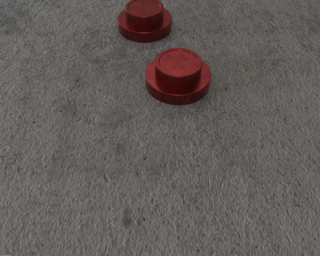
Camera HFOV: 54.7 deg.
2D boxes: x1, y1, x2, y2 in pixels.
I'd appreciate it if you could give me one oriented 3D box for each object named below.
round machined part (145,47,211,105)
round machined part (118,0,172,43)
[{"bbox_3d":[0.027,-0.083,0.462,0.099,0.042,0.098,0,50,0],"label":"round machined part"},{"bbox_3d":[-0.028,-0.200,0.560,0.099,0.042,0.098,0,50,0],"label":"round machined part"}]
